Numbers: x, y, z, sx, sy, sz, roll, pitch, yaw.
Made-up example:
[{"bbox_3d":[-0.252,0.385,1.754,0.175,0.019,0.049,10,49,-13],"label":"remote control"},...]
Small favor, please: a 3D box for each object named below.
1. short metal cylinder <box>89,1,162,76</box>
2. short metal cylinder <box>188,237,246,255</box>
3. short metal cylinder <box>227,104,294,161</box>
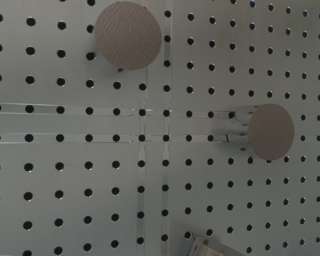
[{"bbox_3d":[-0.044,-0.107,0.384,0.081,0.050,0.079,0,90,-21],"label":"short metal cylinder"},{"bbox_3d":[0.076,0.186,0.413,0.080,0.080,0.050,24,82,-19],"label":"short metal cylinder"},{"bbox_3d":[0.148,0.006,0.456,0.081,0.050,0.079,0,90,-21],"label":"short metal cylinder"}]
